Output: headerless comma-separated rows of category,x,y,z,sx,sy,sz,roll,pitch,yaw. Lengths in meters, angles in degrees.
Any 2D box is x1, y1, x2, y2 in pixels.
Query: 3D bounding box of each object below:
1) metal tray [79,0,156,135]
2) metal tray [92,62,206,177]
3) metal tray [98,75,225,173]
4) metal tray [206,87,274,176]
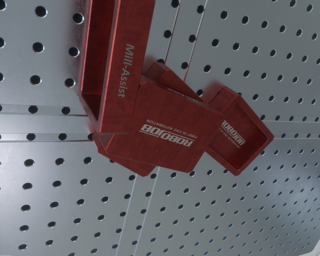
metal tray,-0.048,-0.070,0.299,0.030,0.090,0.129,-1,119,-28
metal tray,-0.011,-0.007,0.397,0.130,0.030,0.090,-48,129,6
metal tray,0.005,0.000,0.370,0.131,0.030,0.090,19,109,-36
metal tray,0.110,0.010,0.472,0.090,0.030,0.130,-48,129,5
